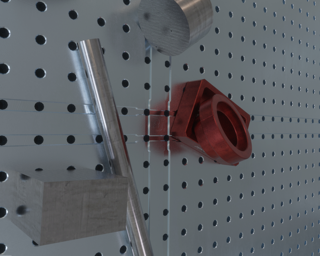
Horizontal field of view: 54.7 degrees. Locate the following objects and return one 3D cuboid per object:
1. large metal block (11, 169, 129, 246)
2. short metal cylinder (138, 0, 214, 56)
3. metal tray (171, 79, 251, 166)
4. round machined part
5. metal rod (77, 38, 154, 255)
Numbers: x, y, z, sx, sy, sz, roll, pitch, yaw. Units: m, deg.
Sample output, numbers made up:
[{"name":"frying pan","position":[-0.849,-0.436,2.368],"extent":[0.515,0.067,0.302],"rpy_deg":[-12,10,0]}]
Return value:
[{"name":"large metal block","position":[-0.088,0.070,0.300],"extent":[0.081,0.080,0.050],"rpy_deg":[4,87,-40]},{"name":"short metal cylinder","position":[0.019,-0.138,0.389],"extent":[0.050,0.080,0.080],"rpy_deg":[-42,116,-32]},{"name":"metal tray","position":[0.083,-0.005,0.474],"extent":[0.131,0.030,0.090],"rpy_deg":[30,71,-36]},{"name":"round machined part","position":[0.084,0.005,0.435],"extent":[0.098,0.042,0.098],"rpy_deg":[34,41,-35]},{"name":"metal rod","position":[-0.047,0.047,0.369],"extent":[0.025,0.025,0.298],"rpy_deg":[-21,104,-38]}]
